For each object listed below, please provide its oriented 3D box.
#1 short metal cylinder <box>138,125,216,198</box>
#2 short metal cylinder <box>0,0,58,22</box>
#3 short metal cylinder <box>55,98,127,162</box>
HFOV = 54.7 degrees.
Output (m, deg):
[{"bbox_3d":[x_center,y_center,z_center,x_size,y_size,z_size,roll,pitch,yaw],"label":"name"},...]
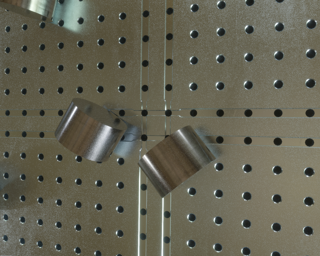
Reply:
[{"bbox_3d":[0.020,0.041,0.376,0.080,0.080,0.050,-40,78,15],"label":"short metal cylinder"},{"bbox_3d":[-0.192,-0.193,0.449,0.080,0.080,0.050,17,96,19],"label":"short metal cylinder"},{"bbox_3d":[-0.091,0.002,0.414,0.080,0.080,0.050,34,101,16],"label":"short metal cylinder"}]
